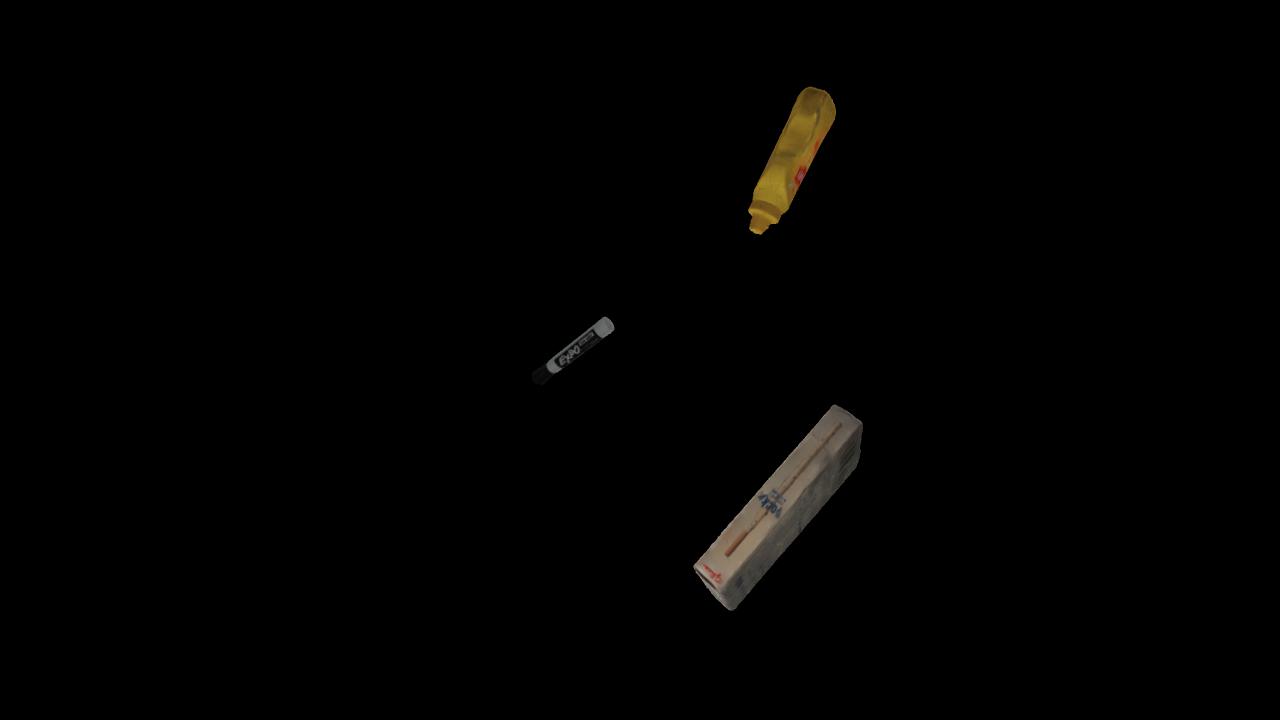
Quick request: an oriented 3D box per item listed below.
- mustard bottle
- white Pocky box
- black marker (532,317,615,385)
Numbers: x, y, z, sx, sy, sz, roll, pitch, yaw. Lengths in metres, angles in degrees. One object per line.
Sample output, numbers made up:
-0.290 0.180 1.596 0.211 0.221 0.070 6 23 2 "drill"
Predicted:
0.188 -0.246 0.792 0.054 0.184 0.092 26 -1 11 "mustard bottle"
0.104 0.109 0.446 0.028 0.154 0.084 38 -15 30 "white Pocky box"
-0.078 -0.008 0.691 0.121 0.020 0.020 -35 -17 25 "black marker"
